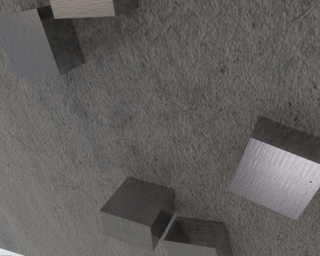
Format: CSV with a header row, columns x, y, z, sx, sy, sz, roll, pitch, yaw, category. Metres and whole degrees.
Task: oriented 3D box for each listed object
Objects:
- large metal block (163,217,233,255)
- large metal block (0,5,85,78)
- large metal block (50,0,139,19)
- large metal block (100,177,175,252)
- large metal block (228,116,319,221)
x,y,z,sx,sy,sz,roll,pitch,yaw,category
0.061,0.188,0.475,0.080,0.050,0.080,-3,117,29,large metal block
-0.156,-0.113,0.403,0.080,0.050,0.080,2,119,27,large metal block
-0.075,-0.164,0.329,0.080,0.050,0.079,7,122,24,large metal block
-0.031,0.126,0.465,0.080,0.080,0.050,11,123,22,large metal block
0.132,0.044,0.348,0.080,0.050,0.079,22,127,14,large metal block
